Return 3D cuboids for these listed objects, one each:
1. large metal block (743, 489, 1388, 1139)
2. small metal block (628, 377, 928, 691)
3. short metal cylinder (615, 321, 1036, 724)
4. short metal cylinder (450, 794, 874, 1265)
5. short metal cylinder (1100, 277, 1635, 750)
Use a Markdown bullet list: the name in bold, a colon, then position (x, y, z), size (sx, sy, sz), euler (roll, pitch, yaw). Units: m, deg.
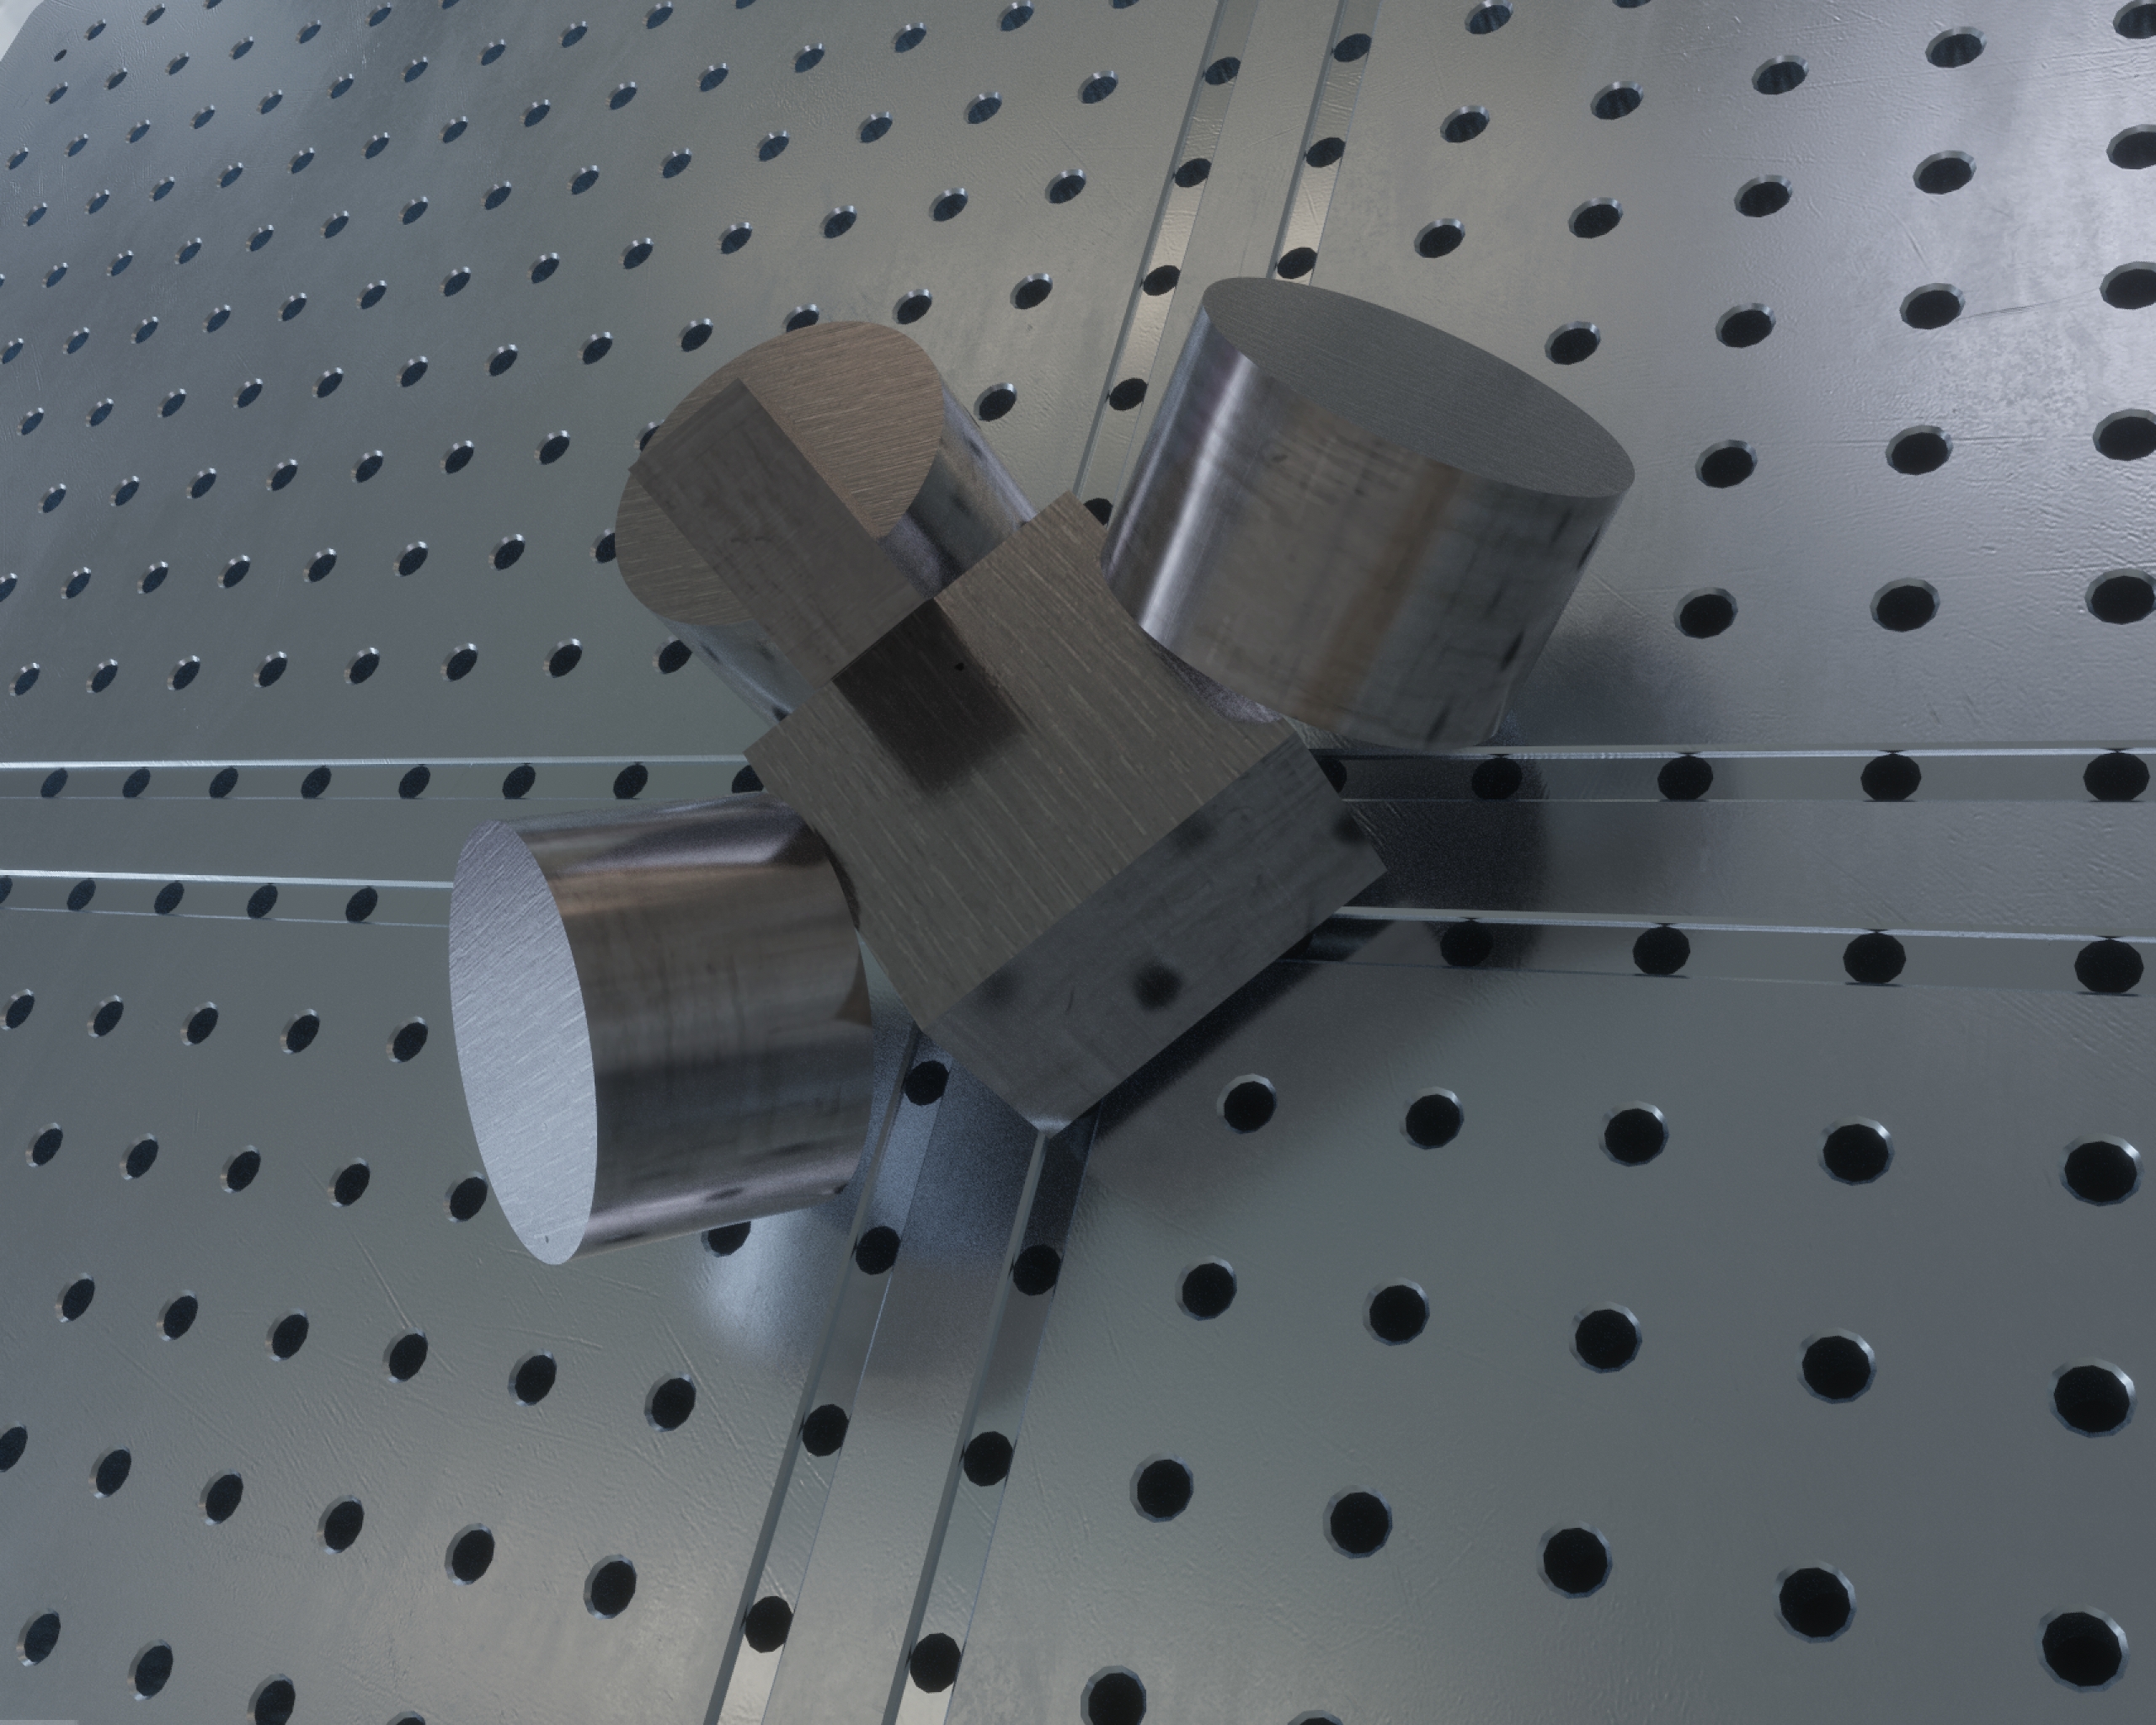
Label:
- **large metal block**: position (-0.003, -0.010, 0.392), size (0.080, 0.050, 0.080), euler (-39, 51, 2)
- **small metal block**: position (-0.053, -0.061, 0.389), size (0.025, 0.050, 0.050), euler (-39, 7, 4)
- **short metal cylinder**: position (-0.054, -0.072, 0.460), size (0.080, 0.050, 0.080), euler (-13, 56, 21)
- **short metal cylinder**: position (-0.078, 0.029, 0.384), size (0.080, 0.050, 0.079), euler (18, 112, 55)
- **short metal cylinder**: position (0.050, -0.063, 0.371), size (0.080, 0.081, 0.050), euler (51, 130, 39)
